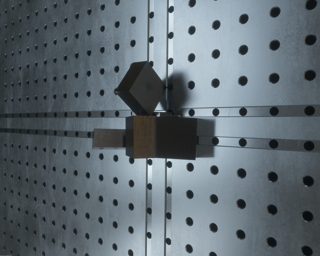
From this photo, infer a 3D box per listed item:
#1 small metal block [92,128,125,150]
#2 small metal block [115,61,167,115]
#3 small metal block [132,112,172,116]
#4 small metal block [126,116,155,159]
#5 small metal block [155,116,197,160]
[{"bbox_3d":[-0.069,0.017,0.438,0.050,0.050,0.025,154,116,-73],"label":"small metal block"},{"bbox_3d":[-0.023,-0.050,0.400,0.025,0.050,0.050,4,57,41],"label":"small metal block"},{"bbox_3d":[-0.012,0.003,0.421,0.050,0.025,0.050,3,92,40],"label":"small metal block"},{"bbox_3d":[-0.026,0.011,0.384,0.050,0.025,0.050,179,91,-73],"label":"small metal block"},{"bbox_3d":[0.020,0.012,0.380,0.050,0.025,0.050,2,92,9],"label":"small metal block"}]
